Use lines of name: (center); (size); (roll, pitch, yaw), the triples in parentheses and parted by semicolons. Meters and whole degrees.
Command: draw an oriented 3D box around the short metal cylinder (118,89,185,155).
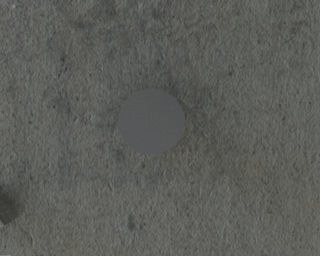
short metal cylinder: (-0.010, -0.008, 0.397); (0.081, 0.050, 0.079); (0, 90, -1)

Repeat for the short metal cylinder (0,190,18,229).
short metal cylinder: (-0.226, 0.113, 0.380); (0.080, 0.080, 0.050); (-33, 90, 0)
